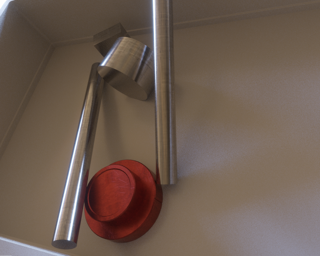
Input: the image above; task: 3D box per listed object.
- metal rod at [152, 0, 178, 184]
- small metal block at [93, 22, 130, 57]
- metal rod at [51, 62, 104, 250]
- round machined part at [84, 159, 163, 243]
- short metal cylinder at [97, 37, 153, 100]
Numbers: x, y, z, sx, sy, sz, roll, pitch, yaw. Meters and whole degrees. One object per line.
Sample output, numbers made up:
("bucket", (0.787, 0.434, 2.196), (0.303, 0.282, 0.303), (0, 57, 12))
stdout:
("metal rod", (0.005, -0.084, 0.375), (0.025, 0.025, 0.298), (-4, 85, 26))
("small metal block", (-0.074, -0.138, 0.511), (0.050, 0.050, 0.025), (-21, 54, 15))
("metal rod", (-0.100, 0.009, 0.417), (0.025, 0.025, 0.300), (-18, 44, 17))
("round machined part", (-0.050, 0.082, 0.369), (0.098, 0.042, 0.098), (-13, 56, 20))
("short metal cylinder", (-0.041, -0.083, 0.441), (0.080, 0.080, 0.050), (19, 72, 35))
